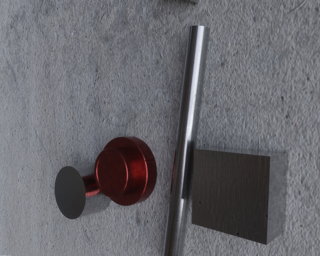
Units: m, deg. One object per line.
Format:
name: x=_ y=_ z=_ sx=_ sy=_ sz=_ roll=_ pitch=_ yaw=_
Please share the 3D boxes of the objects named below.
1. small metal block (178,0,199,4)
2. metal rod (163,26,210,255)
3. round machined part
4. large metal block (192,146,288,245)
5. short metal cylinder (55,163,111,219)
small metal block: x=0.029 y=-0.185 z=0.380 sx=0.050 sy=0.025 sz=0.050 roll=29 pitch=108 yaw=36
metal rod: x=0.030 y=0.030 z=0.378 sx=0.025 sy=0.025 sz=0.298 roll=10 pitch=97 yaw=39
round machined part: x=-0.055 y=0.061 z=0.437 sx=0.098 sy=0.042 sz=0.097 roll=0 pitch=90 yaw=39
large metal block: x=0.082 y=0.063 z=0.320 sx=0.080 sy=0.050 sz=0.079 roll=3 pitch=92 yaw=39
short metal cylinder: x=-0.120 y=0.097 z=0.485 sx=0.080 sy=0.050 sz=0.079 roll=0 pitch=90 yaw=39
